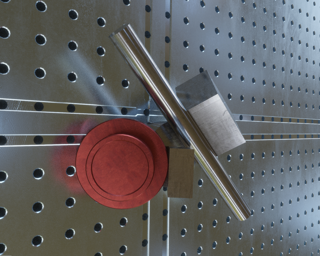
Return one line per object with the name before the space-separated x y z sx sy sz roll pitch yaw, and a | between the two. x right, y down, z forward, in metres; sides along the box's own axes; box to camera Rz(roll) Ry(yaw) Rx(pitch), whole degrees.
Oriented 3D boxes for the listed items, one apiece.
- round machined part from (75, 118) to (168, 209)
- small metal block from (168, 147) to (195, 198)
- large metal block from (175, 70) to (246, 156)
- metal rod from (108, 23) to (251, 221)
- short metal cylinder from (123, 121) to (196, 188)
round machined part | -0.040 0.038 0.327 0.099 0.042 0.097 0 93 -2
small metal block | 0.022 0.046 0.339 0.025 0.050 0.050 3 89 0
large metal block | 0.065 -0.020 0.415 0.080 0.050 0.080 54 16 -27
metal rod | 0.038 0.012 0.372 0.025 0.025 0.300 -51 120 -28
short metal cylinder | 0.000 0.031 0.388 0.081 0.050 0.079 0 90 -40
